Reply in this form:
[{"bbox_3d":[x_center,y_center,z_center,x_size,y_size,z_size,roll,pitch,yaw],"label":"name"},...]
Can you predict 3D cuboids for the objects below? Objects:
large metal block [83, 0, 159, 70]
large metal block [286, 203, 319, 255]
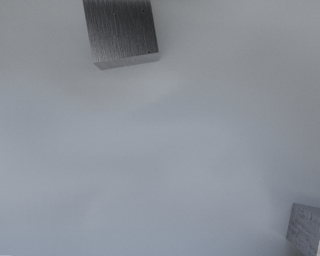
[{"bbox_3d":[-0.047,-0.124,0.398,0.080,0.050,0.080,-9,90,0],"label":"large metal block"},{"bbox_3d":[0.217,0.135,0.385,0.080,0.080,0.050,11,90,0],"label":"large metal block"}]
